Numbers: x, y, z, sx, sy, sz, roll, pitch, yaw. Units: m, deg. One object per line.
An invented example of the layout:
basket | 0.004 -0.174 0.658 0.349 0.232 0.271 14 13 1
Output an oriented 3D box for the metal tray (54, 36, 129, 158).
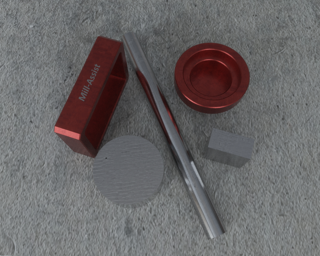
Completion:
metal tray | -0.079 -0.036 0.387 0.030 0.090 0.130 17 71 6

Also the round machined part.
round machined part | 0.068 -0.064 0.424 0.099 0.042 0.098 0 70 -1

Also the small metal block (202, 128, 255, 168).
small metal block | 0.083 0.026 0.385 0.050 0.050 0.025 16 71 5

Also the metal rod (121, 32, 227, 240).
metal rod | 0.011 -0.003 0.411 0.025 0.025 0.299 -21 72 -8

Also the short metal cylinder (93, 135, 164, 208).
short metal cylinder | -0.036 0.054 0.375 0.081 0.050 0.080 0 70 0
